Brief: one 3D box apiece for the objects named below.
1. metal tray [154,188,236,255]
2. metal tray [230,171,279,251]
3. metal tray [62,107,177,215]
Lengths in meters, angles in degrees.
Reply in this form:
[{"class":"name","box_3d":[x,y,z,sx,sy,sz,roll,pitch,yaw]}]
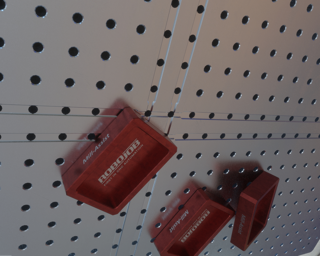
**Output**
[{"class":"metal tray","box_3d":[0.062,0.176,0.549,0.090,0.030,0.130,33,100,-38]},{"class":"metal tray","box_3d":[0.176,0.155,0.578,0.091,0.030,0.129,-28,132,-39]},{"class":"metal tray","box_3d":[-0.051,0.047,0.408,0.130,0.030,0.090,-47,129,5]}]
